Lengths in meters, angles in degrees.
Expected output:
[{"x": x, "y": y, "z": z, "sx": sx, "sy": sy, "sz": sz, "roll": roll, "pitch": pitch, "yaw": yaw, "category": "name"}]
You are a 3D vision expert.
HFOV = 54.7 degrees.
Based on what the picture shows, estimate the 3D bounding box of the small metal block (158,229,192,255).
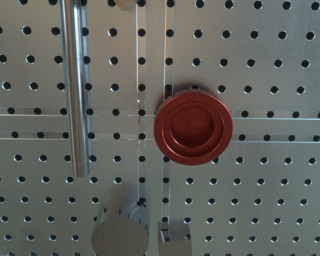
[{"x": 0.024, "y": 0.188, "z": 0.483, "sx": 0.050, "sy": 0.025, "sz": 0.050, "roll": -5, "pitch": 110, "yaw": 1, "category": "small metal block"}]

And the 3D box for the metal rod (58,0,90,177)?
[{"x": -0.106, "y": -0.077, "z": 0.383, "sx": 0.025, "sy": 0.025, "sz": 0.298, "roll": 1, "pitch": 110, "yaw": -1, "category": "metal rod"}]

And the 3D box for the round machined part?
[{"x": 0.041, "y": -0.004, "z": 0.404, "sx": 0.099, "sy": 0.042, "sz": 0.097, "roll": 0, "pitch": 110, "yaw": -1, "category": "round machined part"}]

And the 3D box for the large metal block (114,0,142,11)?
[{"x": -0.022, "y": -0.169, "z": 0.322, "sx": 0.080, "sy": 0.080, "sz": 0.050, "roll": -38, "pitch": 106, "yaw": 12, "category": "large metal block"}]

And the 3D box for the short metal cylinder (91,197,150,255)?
[{"x": -0.056, "y": 0.150, "z": 0.455, "sx": 0.081, "sy": 0.050, "sz": 0.079, "roll": 0, "pitch": 110, "yaw": -1, "category": "short metal cylinder"}]
